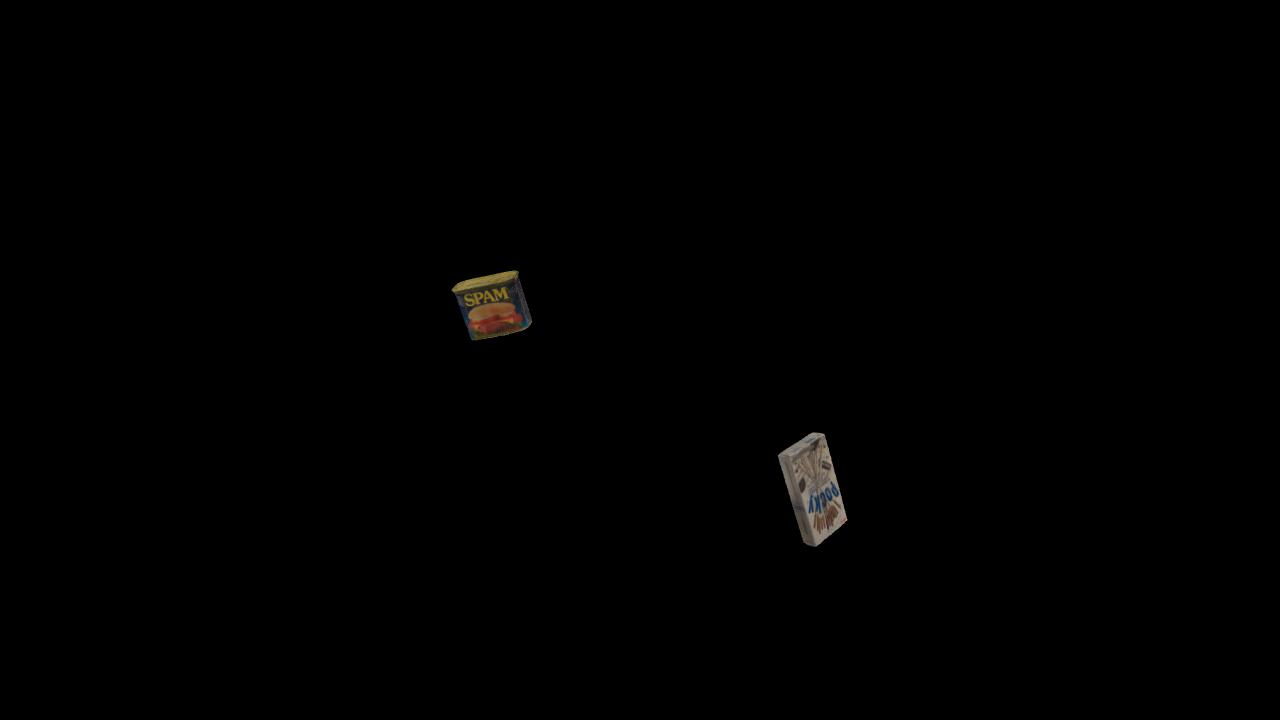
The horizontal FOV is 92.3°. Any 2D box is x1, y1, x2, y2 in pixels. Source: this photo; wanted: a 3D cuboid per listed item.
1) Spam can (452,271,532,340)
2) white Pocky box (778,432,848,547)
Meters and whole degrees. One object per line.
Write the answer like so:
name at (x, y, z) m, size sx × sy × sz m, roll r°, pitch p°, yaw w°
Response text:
Spam can at (-0.226, -0.084, 0.951) m, size 0.101 × 0.085 × 0.058 m, roll -10°, pitch 24°, yaw 8°
white Pocky box at (0.265, 0.197, 0.941) m, size 0.084 × 0.154 × 0.028 m, roll -25°, pitch 13°, yaw -31°
